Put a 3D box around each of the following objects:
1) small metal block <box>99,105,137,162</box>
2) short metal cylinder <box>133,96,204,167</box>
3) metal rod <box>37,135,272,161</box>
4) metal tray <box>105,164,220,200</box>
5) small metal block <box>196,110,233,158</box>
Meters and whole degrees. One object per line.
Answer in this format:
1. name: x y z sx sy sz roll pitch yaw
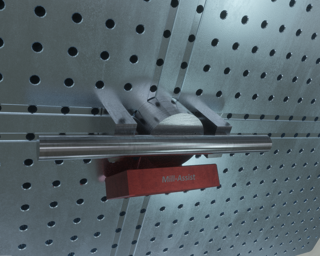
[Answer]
1. small metal block: -0.052 0.005 0.370 0.025 0.050 0.050 -1 119 -28
2. short metal cylinder: 0.009 0.005 0.403 0.081 0.050 0.079 -14 124 -21
3. metal rod: 0.016 0.020 0.368 0.303 0.025 0.025 1 118 -28
4. metal tray: 0.002 0.073 0.418 0.131 0.090 0.030 0 75 -29
5. small metal block: 0.070 0.008 0.438 0.025 0.050 0.050 -1 119 -28
